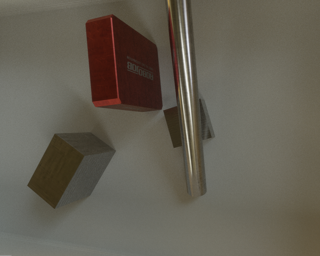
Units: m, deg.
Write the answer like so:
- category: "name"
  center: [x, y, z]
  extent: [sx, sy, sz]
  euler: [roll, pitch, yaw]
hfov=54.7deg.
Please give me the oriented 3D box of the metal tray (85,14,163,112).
- category: "metal tray"
  center: [-0.036, -0.067, 0.366]
  extent: [0.030, 0.130, 0.089]
  euler: [-6, 88, 20]

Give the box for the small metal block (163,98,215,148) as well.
- category: "small metal block"
  center: [0.038, -0.005, 0.397]
  extent: [0.050, 0.025, 0.050]
  euler: [-17, 84, 18]

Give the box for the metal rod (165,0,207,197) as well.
- category: "metal rod"
  center: [0.028, -0.055, 0.335]
  extent: [0.025, 0.025, 0.298]
  euler: [1, 115, 20]

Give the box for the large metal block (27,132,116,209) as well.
- category: "large metal block"
  center: [-0.117, 0.053, 0.421]
  extent: [0.050, 0.080, 0.080]
  euler: [34, 101, 16]
